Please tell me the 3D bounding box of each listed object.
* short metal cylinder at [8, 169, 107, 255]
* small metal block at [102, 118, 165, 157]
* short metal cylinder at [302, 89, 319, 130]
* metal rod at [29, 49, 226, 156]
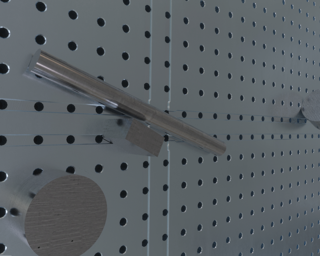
[{"bbox_3d":[-0.101,0.084,0.309,0.081,0.050,0.079,0,90,-40],"label":"short metal cylinder"},{"bbox_3d":[-0.032,0.011,0.367,0.050,0.050,0.025,33,70,-35],"label":"small metal block"},{"bbox_3d":[0.361,-0.040,0.676,0.050,0.080,0.080,31,71,-36],"label":"short metal cylinder"},{"bbox_3d":[-0.015,-0.017,0.397,0.302,0.025,0.025,25,75,-37],"label":"metal rod"}]
